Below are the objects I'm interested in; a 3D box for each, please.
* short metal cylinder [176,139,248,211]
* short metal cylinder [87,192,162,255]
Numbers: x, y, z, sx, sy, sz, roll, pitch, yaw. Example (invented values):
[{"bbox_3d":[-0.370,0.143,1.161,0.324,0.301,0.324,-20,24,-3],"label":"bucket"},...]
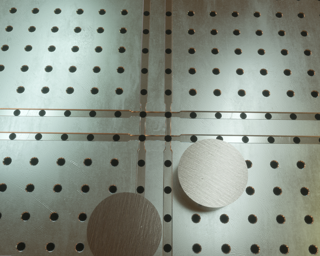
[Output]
[{"bbox_3d":[0.061,0.058,0.378,0.081,0.050,0.080,0,70,0],"label":"short metal cylinder"},{"bbox_3d":[-0.038,0.117,0.355,0.081,0.050,0.080,0,70,0],"label":"short metal cylinder"}]
